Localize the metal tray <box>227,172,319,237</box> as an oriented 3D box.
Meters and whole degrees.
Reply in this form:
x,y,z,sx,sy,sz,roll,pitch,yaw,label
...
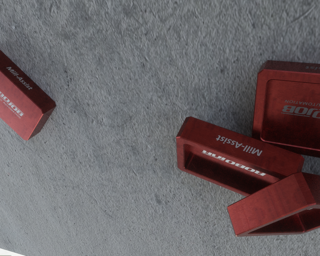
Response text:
x,y,z,sx,sy,sz,roll,pitch,yaw,label
0.147,0.084,0.324,0.131,0.030,0.090,13,140,-36,metal tray

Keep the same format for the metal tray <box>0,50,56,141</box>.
x,y,z,sx,sy,sz,roll,pitch,yaw,label
-0.238,-0.052,0.497,0.130,0.030,0.090,44,129,-3,metal tray

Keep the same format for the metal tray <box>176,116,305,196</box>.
x,y,z,sx,sy,sz,roll,pitch,yaw,label
0.085,0.041,0.360,0.130,0.030,0.090,20,153,16,metal tray

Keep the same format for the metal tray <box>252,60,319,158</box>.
x,y,z,sx,sy,sz,roll,pitch,yaw,label
0.163,-0.015,0.307,0.130,0.030,0.089,10,123,23,metal tray
